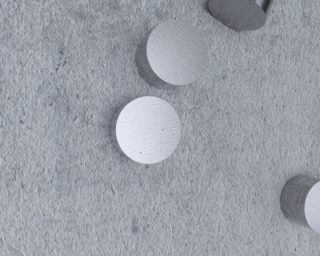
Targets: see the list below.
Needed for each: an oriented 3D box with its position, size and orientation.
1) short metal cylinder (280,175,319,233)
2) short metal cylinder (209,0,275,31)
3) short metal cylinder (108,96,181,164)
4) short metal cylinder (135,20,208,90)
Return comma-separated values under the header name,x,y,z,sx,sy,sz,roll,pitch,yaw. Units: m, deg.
name,x,y,z,sx,sy,sz,roll,pitch,yaw
short metal cylinder,0.238,0.116,0.483,0.081,0.050,0.080,0,90,-20
short metal cylinder,0.113,-0.177,0.421,0.080,0.080,0.050,27,81,-18
short metal cylinder,-0.021,0.002,0.388,0.081,0.050,0.080,0,90,-20
short metal cylinder,0.014,-0.092,0.400,0.081,0.050,0.080,0,90,-20
